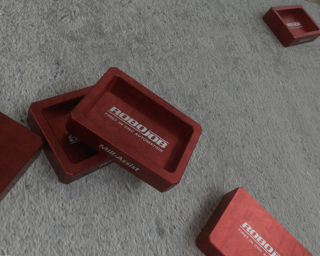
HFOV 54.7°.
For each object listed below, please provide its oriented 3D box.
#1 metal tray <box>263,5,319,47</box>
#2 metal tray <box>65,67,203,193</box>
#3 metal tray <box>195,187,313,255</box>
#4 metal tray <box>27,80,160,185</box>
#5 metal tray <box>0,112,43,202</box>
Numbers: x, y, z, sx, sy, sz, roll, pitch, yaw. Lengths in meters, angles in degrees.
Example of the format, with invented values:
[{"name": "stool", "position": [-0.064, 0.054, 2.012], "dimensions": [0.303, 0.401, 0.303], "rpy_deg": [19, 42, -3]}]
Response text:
[{"name": "metal tray", "position": [0.305, -0.235, 0.707], "dimensions": [0.131, 0.030, 0.090], "rpy_deg": [-20, 72, -35]}, {"name": "metal tray", "position": [-0.024, 0.000, 0.347], "dimensions": [0.130, 0.030, 0.090], "rpy_deg": [34, 51, -6]}, {"name": "metal tray", "position": [0.117, 0.148, 0.373], "dimensions": [0.130, 0.030, 0.090], "rpy_deg": [44, 51, 2]}, {"name": "metal tray", "position": [-0.072, -0.003, 0.363], "dimensions": [0.131, 0.030, 0.090], "rpy_deg": [-24, 75, -37]}, {"name": "metal tray", "position": [-0.183, 0.039, 0.278], "dimensions": [0.090, 0.030, 0.130], "rpy_deg": [33, 51, -6]}]
